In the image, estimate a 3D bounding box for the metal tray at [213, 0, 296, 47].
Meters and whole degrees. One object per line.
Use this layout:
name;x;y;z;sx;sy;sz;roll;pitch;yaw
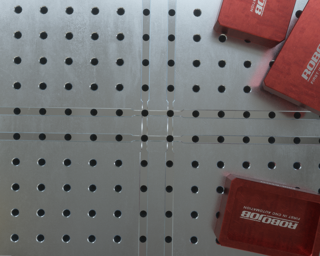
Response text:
metal tray;0.134;-0.183;0.412;0.090;0.030;0.129;16;90;0

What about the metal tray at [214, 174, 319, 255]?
metal tray;0.147;0.120;0.411;0.131;0.030;0.090;12;90;0

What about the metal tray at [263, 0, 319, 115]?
metal tray;0.201;-0.091;0.388;0.090;0.030;0.130;29;95;14
